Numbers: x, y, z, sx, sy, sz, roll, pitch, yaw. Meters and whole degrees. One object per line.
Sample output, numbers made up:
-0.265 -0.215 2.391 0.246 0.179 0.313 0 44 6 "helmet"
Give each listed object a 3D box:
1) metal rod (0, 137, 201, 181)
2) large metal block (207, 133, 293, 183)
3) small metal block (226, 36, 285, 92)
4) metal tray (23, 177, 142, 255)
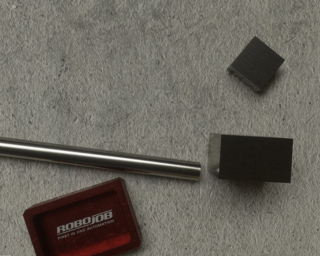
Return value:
-0.098 0.038 0.408 0.302 0.025 0.025 7 90 -1 "metal rod"
0.107 0.034 0.384 0.081 0.080 0.050 3 90 -1 "large metal block"
0.126 -0.084 0.412 0.050 0.025 0.050 39 90 -1 "small metal block"
-0.099 0.128 0.406 0.131 0.030 0.090 -18 90 -1 "metal tray"
